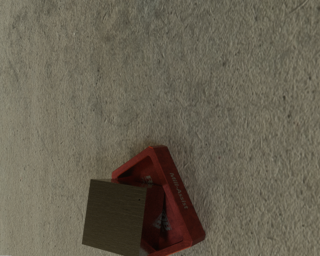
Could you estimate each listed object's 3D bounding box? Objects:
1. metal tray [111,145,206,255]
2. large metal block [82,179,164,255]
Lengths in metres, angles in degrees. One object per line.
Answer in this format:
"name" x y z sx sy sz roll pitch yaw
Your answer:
"metal tray" -0.007 0.099 0.407 0.090 0.030 0.130 -36 68 34
"large metal block" -0.045 0.109 0.390 0.080 0.050 0.080 4 83 26
